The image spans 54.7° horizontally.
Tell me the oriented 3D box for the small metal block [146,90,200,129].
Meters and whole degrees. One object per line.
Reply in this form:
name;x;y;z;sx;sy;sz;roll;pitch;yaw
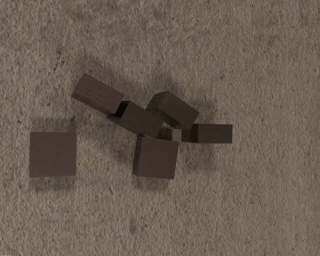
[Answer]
small metal block;0.015;-0.022;0.402;0.050;0.050;0.025;33;79;-17

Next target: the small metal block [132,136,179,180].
small metal block;-0.006;0.039;0.408;0.050;0.025;0.050;9;87;-20

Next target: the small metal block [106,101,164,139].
small metal block;-0.031;-0.010;0.381;0.050;0.050;0.025;30;80;-27

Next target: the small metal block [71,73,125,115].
small metal block;-0.075;-0.039;0.368;0.050;0.050;0.025;28;81;-18

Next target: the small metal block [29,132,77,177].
small metal block;-0.125;0.030;0.363;0.050;0.025;0.050;1;90;-21

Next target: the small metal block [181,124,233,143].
small metal block;0.063;0.007;0.420;0.050;0.050;0.025;1;90;-20
